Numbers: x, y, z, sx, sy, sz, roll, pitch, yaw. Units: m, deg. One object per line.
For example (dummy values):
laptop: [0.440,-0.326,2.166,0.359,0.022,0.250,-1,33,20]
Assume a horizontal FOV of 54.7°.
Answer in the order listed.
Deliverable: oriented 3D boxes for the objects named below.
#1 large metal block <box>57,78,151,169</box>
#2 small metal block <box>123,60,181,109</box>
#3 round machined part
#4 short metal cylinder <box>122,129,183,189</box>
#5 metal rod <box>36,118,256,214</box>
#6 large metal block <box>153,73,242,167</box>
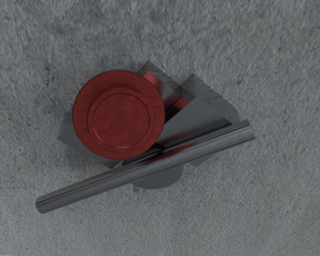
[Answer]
large metal block: [-0.066,-0.005,0.385,0.080,0.050,0.080,35,122,-26]
small metal block: [-0.011,-0.044,0.370,0.050,0.025,0.050,35,122,-27]
round machined part: [-0.042,-0.012,0.329,0.099,0.042,0.097,-3,105,-11]
short metal cylinder: [-0.010,0.039,0.425,0.081,0.050,0.079,0,130,0]
metal rod: [-0.031,0.054,0.389,0.300,0.025,0.025,-22,127,17]
large metal block: [0.043,-0.007,0.387,0.080,0.050,0.080,34,122,-26]
